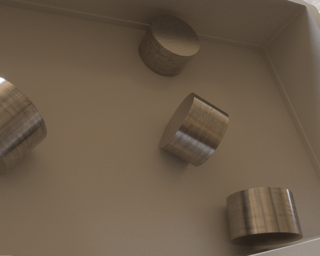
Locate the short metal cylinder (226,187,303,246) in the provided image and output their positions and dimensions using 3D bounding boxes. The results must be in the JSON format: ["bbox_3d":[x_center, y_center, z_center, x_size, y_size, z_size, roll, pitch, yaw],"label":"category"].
[{"bbox_3d":[0.123,0.109,0.373,0.081,0.080,0.050,13,57,-22],"label":"short metal cylinder"}]

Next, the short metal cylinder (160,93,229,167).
[{"bbox_3d":[0.042,0.002,0.394,0.050,0.080,0.080,30,52,-9],"label":"short metal cylinder"}]

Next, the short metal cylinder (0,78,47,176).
[{"bbox_3d":[-0.155,-0.002,0.288,0.080,0.080,0.050,39,51,-3],"label":"short metal cylinder"}]

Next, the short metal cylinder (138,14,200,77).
[{"bbox_3d":[0.013,-0.126,0.475,0.081,0.050,0.080,14,56,-21],"label":"short metal cylinder"}]
